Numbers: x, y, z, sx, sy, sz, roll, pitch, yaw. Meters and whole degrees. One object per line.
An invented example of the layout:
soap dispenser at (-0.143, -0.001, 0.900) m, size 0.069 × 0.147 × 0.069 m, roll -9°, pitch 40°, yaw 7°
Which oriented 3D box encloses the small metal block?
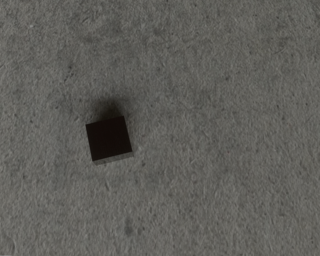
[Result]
small metal block at (-0.065, 0.017, 0.401) m, size 0.050 × 0.025 × 0.050 m, roll -14°, pitch 71°, yaw -5°
